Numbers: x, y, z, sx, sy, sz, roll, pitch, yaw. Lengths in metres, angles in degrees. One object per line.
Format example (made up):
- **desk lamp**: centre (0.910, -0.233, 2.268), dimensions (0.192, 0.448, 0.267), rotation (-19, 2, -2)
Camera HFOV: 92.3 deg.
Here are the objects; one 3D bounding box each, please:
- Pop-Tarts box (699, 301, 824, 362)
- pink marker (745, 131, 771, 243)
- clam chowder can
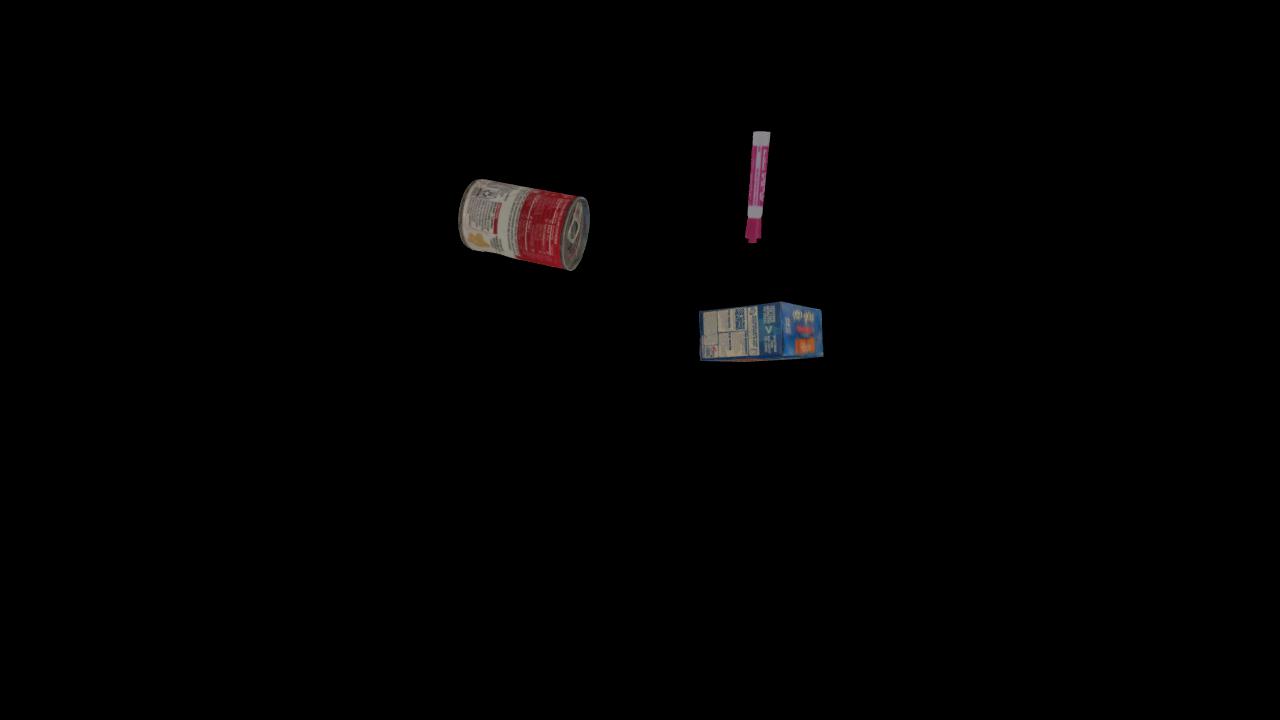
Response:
- **Pop-Tarts box**: centre (0.196, -0.040, 0.983), dimensions (0.141, 0.083, 0.167), rotation (-4, -3, 36)
- **pink marker**: centre (0.132, -0.193, 0.692), dimensions (0.020, 0.121, 0.020), rotation (1, 18, 0)
- **clam chowder can**: centre (-0.105, -0.125, 0.564), dimensions (0.102, 0.068, 0.068), rotation (13, 2, 10)
